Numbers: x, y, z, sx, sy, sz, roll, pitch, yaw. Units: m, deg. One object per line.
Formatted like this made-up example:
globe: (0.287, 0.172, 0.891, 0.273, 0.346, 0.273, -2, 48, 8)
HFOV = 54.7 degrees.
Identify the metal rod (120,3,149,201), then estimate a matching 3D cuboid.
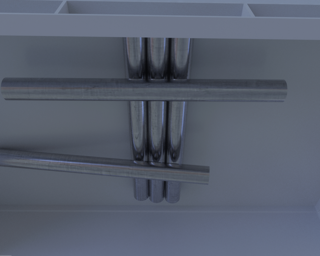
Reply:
metal rod: (-0.028, -0.006, 0.403, 0.025, 0.025, 0.298, 0, 130, -1)

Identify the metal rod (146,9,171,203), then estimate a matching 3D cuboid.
metal rod: (-0.004, -0.002, 0.406, 0.025, 0.025, 0.298, 0, 130, -1)

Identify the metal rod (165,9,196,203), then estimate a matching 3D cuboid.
metal rod: (0.022, -0.001, 0.406, 0.025, 0.025, 0.298, 0, 130, -1)

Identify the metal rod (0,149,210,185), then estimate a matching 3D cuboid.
metal rod: (-0.085, 0.053, 0.428, 0.302, 0.025, 0.025, 4, 130, 5)

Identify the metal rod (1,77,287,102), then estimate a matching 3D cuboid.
metal rod: (-0.016, -0.042, 0.339, 0.302, 0.025, 0.025, 0, 130, -1)
